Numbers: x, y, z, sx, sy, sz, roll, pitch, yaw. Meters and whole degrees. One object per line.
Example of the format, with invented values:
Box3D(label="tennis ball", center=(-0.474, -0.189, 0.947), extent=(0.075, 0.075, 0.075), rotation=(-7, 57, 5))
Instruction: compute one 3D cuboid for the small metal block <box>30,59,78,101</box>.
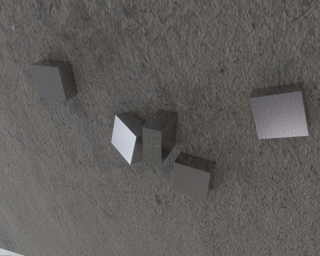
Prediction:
Box3D(label="small metal block", center=(-0.151, -0.069, 0.444), extent=(0.050, 0.025, 0.050), rotation=(9, 123, 23))

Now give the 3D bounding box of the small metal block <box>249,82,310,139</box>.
Box3D(label="small metal block", center=(0.127, -0.018, 0.329), extent=(0.050, 0.025, 0.050), rotation=(-6, 116, 31))

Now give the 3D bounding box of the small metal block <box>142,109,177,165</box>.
Box3D(label="small metal block", center=(0.000, 0.011, 0.397), extent=(0.025, 0.050, 0.050), rotation=(14, 124, 20))

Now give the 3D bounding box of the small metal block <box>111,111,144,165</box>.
Box3D(label="small metal block", center=(-0.040, 0.013, 0.423), extent=(0.050, 0.025, 0.050), rotation=(44, 135, 33))

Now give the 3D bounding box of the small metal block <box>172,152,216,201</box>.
Box3D(label="small metal block", center=(0.046, 0.066, 0.424), extent=(0.050, 0.025, 0.050), rotation=(15, 125, 19))
